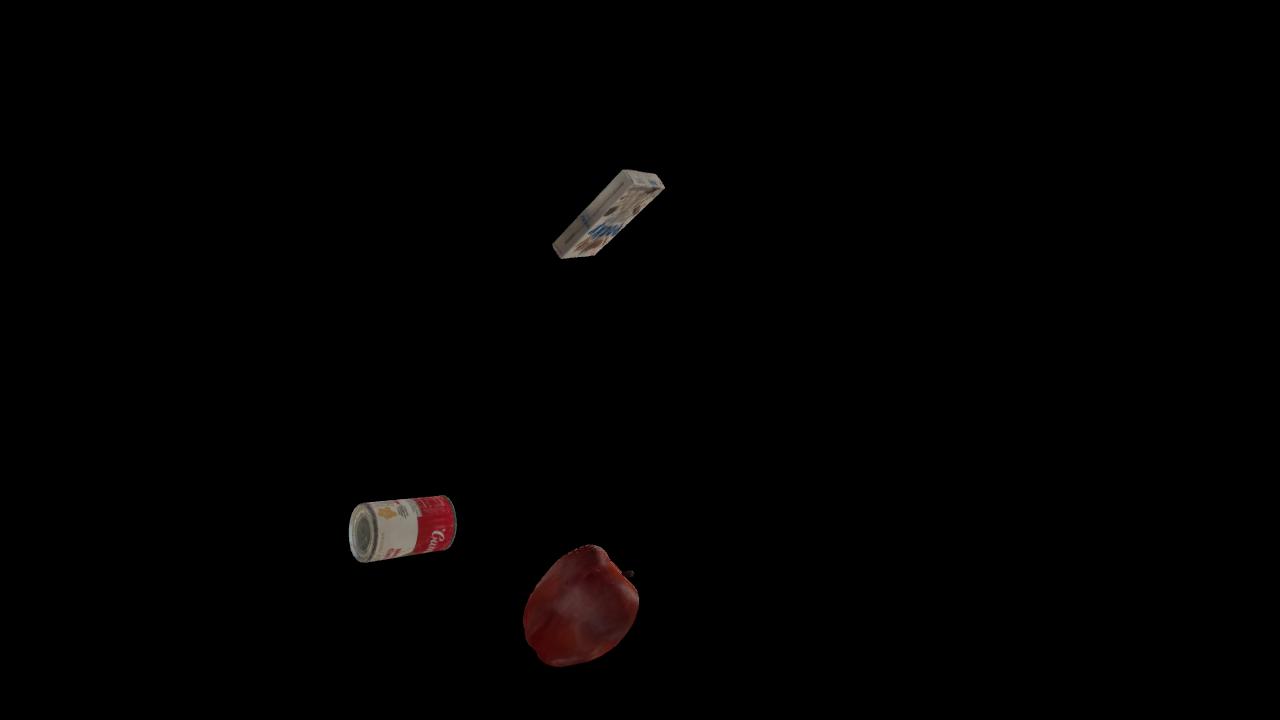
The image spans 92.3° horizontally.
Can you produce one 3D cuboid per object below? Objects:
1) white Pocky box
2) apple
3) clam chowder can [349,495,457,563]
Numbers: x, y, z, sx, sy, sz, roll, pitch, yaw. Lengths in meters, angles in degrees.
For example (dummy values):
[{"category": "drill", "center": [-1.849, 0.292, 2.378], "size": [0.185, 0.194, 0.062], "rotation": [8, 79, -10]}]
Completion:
[{"category": "white Pocky box", "center": [-0.044, -0.195, 0.832], "size": [0.154, 0.028, 0.084], "rotation": [-38, -9, 32]}, {"category": "apple", "center": [-0.044, 0.192, 0.477], "size": [0.093, 0.079, 0.079], "rotation": [-37, 7, -9]}, {"category": "clam chowder can", "center": [-0.279, 0.197, 0.726], "size": [0.068, 0.068, 0.102], "rotation": [0, -5, 43]}]
